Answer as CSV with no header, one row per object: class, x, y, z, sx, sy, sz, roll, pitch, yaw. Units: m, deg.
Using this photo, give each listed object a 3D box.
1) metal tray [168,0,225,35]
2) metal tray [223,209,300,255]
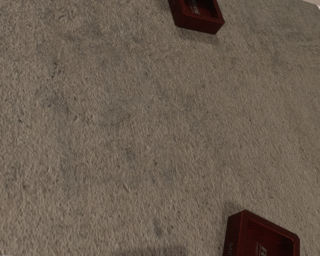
metal tray,0.062,-0.241,0.582,0.091,0.030,0.130,2,61,-28
metal tray,0.117,0.173,0.359,0.090,0.030,0.130,28,52,-11
